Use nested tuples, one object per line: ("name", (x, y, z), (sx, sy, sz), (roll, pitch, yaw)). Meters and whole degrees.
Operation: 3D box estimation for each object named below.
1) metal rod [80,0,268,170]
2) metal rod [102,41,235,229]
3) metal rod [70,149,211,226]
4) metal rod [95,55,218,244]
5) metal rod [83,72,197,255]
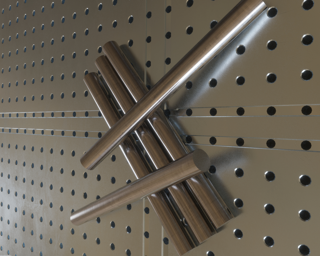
("metal rod", (0.001, -0.043, 0.380), (0.299, 0.025, 0.025), (-42, 65, 23))
("metal rod", (-0.001, -0.008, 0.408), (0.025, 0.025, 0.299), (-47, 62, 29))
("metal rod", (-0.048, 0.092, 0.420), (0.299, 0.025, 0.025), (-33, 70, 43))
("metal rod", (-0.016, 0.012, 0.421), (0.025, 0.025, 0.299), (-46, 63, 30))
("metal rod", (-0.038, 0.035, 0.439), (0.025, 0.025, 0.299), (-46, 63, 30))
